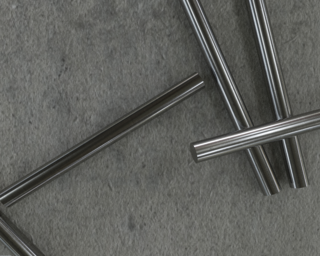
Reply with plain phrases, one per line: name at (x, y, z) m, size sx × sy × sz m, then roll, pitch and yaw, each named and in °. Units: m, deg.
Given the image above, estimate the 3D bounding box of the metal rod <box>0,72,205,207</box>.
metal rod at (-0.075, 0.015, 0.408) m, size 0.301 × 0.025 × 0.025 m, roll -31°, pitch 90°, yaw -1°

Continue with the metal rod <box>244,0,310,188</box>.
metal rod at (0.151, -0.068, 0.411) m, size 0.025 × 0.025 × 0.298 m, roll -14°, pitch 90°, yaw 0°

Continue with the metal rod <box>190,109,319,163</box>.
metal rod at (0.184, -0.007, 0.388) m, size 0.302 × 0.025 × 0.025 m, roll -14°, pitch 90°, yaw -10°

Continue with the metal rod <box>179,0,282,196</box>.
metal rod at (0.090, -0.052, 0.411) m, size 0.025 × 0.025 × 0.299 m, roll -23°, pitch 90°, yaw 0°

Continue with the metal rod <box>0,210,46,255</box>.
metal rod at (-0.193, 0.146, 0.407) m, size 0.025 × 0.025 × 0.300 m, roll -44°, pitch 91°, yaw 0°
